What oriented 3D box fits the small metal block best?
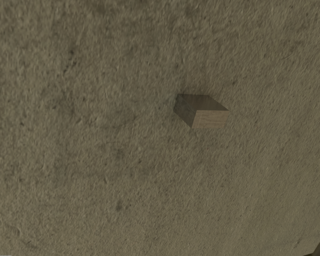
[{"bbox_3d":[0.053,-0.022,0.405,0.050,0.050,0.025,-1,119,-28],"label":"small metal block"}]
